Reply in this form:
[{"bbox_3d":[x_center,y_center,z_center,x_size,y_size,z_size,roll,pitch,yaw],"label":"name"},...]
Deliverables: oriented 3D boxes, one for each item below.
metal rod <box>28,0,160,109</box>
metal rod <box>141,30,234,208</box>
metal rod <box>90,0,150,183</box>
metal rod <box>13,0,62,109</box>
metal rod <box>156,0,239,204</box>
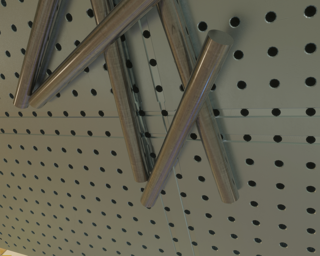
[{"bbox_3d":[-0.097,-0.086,0.380,0.299,0.025,0.025,-25,106,45],"label":"metal rod"},{"bbox_3d":[0.018,0.016,0.386,0.025,0.025,0.298,29,136,9],"label":"metal rod"},{"bbox_3d":[-0.050,-0.055,0.401,0.025,0.025,0.298,4,120,26],"label":"metal rod"},{"bbox_3d":[-0.154,-0.133,0.407,0.025,0.025,0.298,39,129,2],"label":"metal rod"},{"bbox_3d":[0.045,-0.036,0.364,0.025,0.025,0.298,-8,115,31],"label":"metal rod"}]
